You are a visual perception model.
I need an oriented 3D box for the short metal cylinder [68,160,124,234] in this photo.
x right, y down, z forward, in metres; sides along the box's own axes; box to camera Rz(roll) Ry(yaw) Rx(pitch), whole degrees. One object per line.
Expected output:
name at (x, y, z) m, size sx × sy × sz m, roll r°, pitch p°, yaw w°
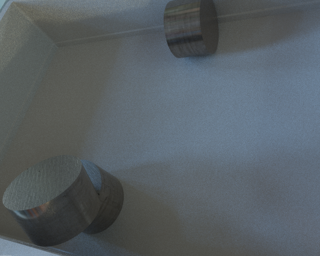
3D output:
short metal cylinder at (-0.093, 0.086, 0.386) m, size 0.080 × 0.050 × 0.080 m, roll -13°, pitch 56°, yaw 21°

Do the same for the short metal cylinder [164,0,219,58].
short metal cylinder at (0.046, -0.141, 0.433) m, size 0.050 × 0.080 × 0.080 m, roll -1°, pitch 61°, yaw 28°

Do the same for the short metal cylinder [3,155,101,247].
short metal cylinder at (-0.109, 0.072, 0.318) m, size 0.080 × 0.050 × 0.080 m, roll -14°, pitch 29°, yaw 8°
